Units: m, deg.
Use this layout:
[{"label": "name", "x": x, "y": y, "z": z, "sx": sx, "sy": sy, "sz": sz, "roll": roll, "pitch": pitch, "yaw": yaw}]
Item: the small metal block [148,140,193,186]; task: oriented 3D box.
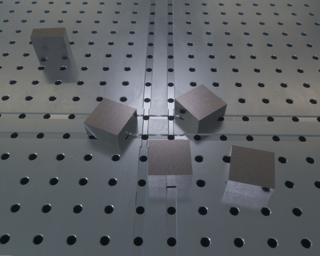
[{"label": "small metal block", "x": 0.011, "y": 0.042, "z": 0.373, "sx": 0.050, "sy": 0.025, "sz": 0.050, "roll": -1, "pitch": 50, "yaw": -1}]

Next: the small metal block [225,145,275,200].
[{"label": "small metal block", "x": 0.106, "y": 0.051, "z": 0.365, "sx": 0.050, "sy": 0.025, "sz": 0.050, "roll": 10, "pitch": 51, "yaw": 8}]

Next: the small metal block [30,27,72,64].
[{"label": "small metal block", "x": -0.175, "y": -0.133, "z": 0.503, "sx": 0.050, "sy": 0.050, "sz": 0.025, "roll": -3, "pitch": 50, "yaw": -3}]

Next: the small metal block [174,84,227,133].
[{"label": "small metal block", "x": 0.056, "y": -0.028, "z": 0.432, "sx": 0.050, "sy": 0.025, "sz": 0.050, "roll": -30, "pitch": 56, "yaw": -23}]

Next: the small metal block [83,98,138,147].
[{"label": "small metal block", "x": -0.065, "y": -0.008, "z": 0.415, "sx": 0.050, "sy": 0.025, "sz": 0.050, "roll": 20, "pitch": 53, "yaw": 16}]
